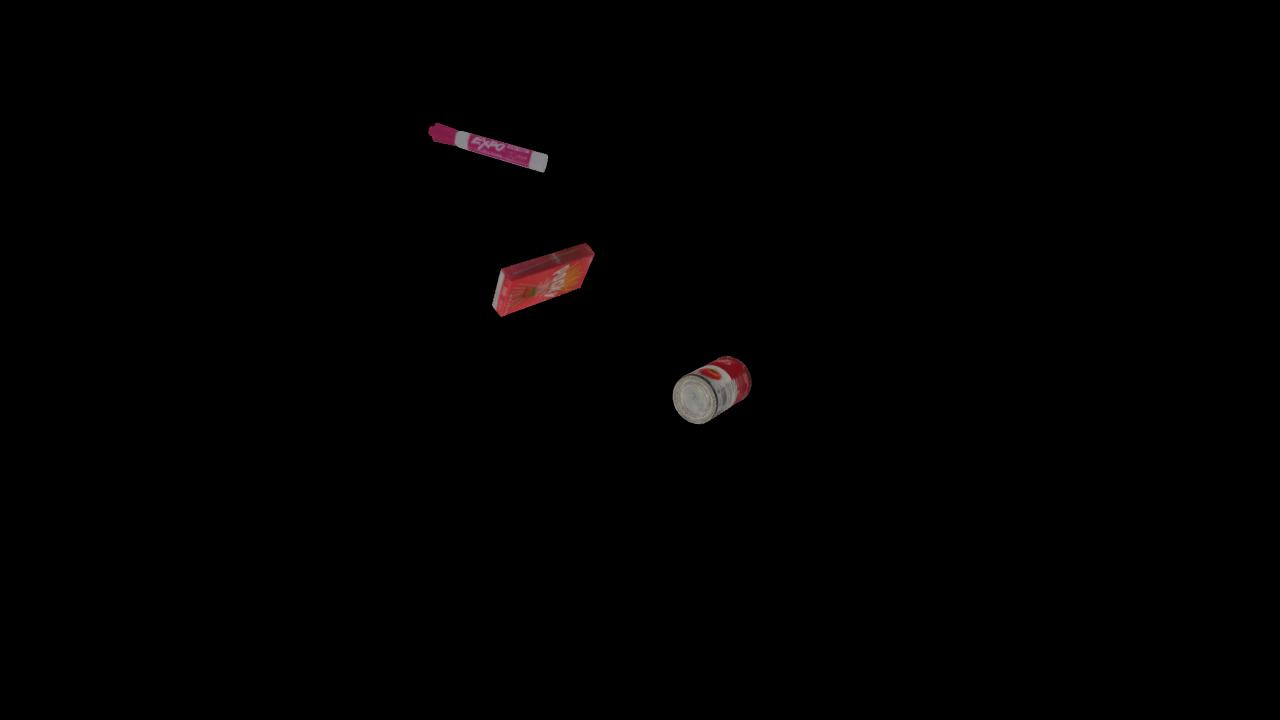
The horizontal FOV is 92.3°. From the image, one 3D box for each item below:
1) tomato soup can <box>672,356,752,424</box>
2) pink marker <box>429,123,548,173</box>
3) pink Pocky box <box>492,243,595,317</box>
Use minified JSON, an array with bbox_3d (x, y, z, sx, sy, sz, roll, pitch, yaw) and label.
[{"bbox_3d":[0.096,0.039,0.814,0.068,0.068,0.101,0,14,36],"label":"tomato soup can"},{"bbox_3d":[-0.155,-0.217,0.628,0.121,0.020,0.020,15,-1,-4],"label":"pink marker"},{"bbox_3d":[-0.144,-0.122,0.925,0.155,0.029,0.084,-26,-20,-36],"label":"pink Pocky box"}]
